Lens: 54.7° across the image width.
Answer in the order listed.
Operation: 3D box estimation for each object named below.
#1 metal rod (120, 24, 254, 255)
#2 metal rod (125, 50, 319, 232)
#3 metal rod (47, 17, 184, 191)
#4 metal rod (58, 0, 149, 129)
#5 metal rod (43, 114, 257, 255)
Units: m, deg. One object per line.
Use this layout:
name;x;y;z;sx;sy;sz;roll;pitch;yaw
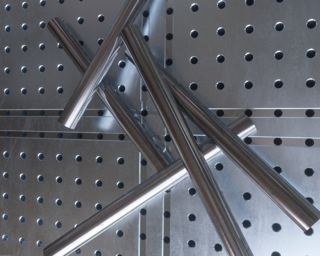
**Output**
metal rod;0.026;0.012;0.359;0.025;0.025;0.299;-29;79;17
metal rod;0.055;-0.007;0.362;0.025;0.025;0.300;-49;64;13
metal rod;-0.069;-0.041;0.435;0.025;0.025;0.300;-41;78;15
metal rod;-0.051;-0.133;0.411;0.025;0.025;0.299;32;93;17
metal rod;-0.015;0.077;0.383;0.301;0.025;0.025;-34;79;3
